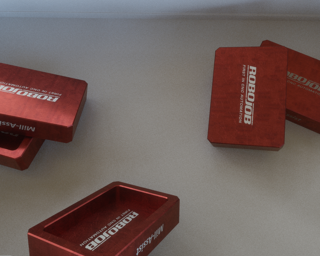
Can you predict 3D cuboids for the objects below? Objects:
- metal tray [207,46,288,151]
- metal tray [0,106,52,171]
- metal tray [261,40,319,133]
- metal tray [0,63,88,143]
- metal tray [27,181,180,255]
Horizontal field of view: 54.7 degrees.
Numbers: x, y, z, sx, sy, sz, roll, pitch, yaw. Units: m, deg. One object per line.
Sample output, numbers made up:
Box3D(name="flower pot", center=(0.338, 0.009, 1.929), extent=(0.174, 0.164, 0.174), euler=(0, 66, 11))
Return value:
Box3D(name="metal tray", center=(0.113, -0.039, 0.399), extent=(0.090, 0.030, 0.129), euler=(3, 78, 17))
Box3D(name="metal tray", center=(-0.212, -0.006, 0.395), extent=(0.131, 0.030, 0.090), euler=(15, 55, 5))
Box3D(name="metal tray", center=(0.186, -0.058, 0.429), extent=(0.130, 0.030, 0.090), euler=(25, 72, 8))
Box3D(name="metal tray", center=(-0.165, -0.034, 0.386), extent=(0.131, 0.030, 0.090), euler=(11, 44, -8))
Box3D(name="metal tray", center=(-0.048, 0.097, 0.308), extent=(0.090, 0.131, 0.030), euler=(8, 106, 28))
